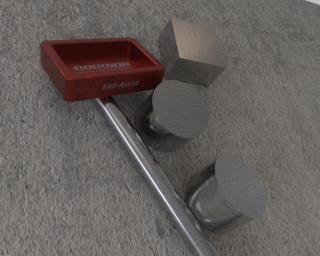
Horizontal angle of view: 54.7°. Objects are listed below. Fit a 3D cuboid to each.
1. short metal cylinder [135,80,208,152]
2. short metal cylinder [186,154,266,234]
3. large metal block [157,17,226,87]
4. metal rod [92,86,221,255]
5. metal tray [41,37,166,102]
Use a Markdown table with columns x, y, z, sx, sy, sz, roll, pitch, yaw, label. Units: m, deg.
| x | y | z | sx | sy | sz | roll | pitch | yaw | label |
| --- | --- | --- | --- | --- | --- | --- | --- | --- | --- |
| 0.015 | -0.015 | 0.400 | 0.081 | 0.050 | 0.080 | 14 | 60 | -25 | short metal cylinder |
| 0.078 | 0.078 | 0.369 | 0.080 | 0.050 | 0.080 | 27 | 40 | -25 | short metal cylinder |
| 0.048 | -0.117 | 0.485 | 0.081 | 0.050 | 0.080 | 6 | 59 | -25 | large metal block |
| 0.006 | 0.074 | 0.361 | 0.025 | 0.025 | 0.299 | -26 | 76 | -37 | metal rod |
| -0.070 | -0.078 | 0.390 | 0.131 | 0.030 | 0.090 | -14 | 47 | -34 | metal tray |
